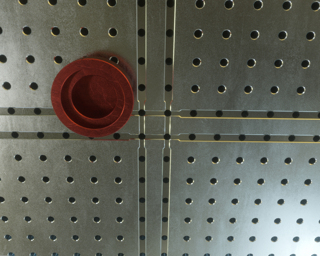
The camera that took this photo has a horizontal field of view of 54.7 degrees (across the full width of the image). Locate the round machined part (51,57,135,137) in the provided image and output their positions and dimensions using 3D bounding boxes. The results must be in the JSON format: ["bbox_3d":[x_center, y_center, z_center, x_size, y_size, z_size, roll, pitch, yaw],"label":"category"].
[{"bbox_3d":[-0.081,-0.041,0.388,0.099,0.042,0.097,0,110,-1],"label":"round machined part"}]
